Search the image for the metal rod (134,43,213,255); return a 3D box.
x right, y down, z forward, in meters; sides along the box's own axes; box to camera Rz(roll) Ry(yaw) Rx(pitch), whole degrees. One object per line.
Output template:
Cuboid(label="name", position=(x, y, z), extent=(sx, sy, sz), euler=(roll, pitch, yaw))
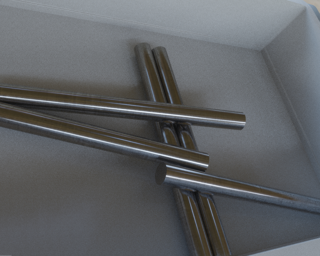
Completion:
Cuboid(label="metal rod", position=(0.010, 0.013, 0.401), extent=(0.025, 0.025, 0.299), euler=(-1, 62, -29))

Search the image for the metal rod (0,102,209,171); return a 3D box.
Cuboid(label="metal rod", position=(-0.088, 0.006, 0.338), extent=(0.302, 0.025, 0.025), euler=(15, 56, -14))

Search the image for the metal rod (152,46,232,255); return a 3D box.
Cuboid(label="metal rod", position=(0.034, 0.015, 0.412), extent=(0.025, 0.025, 0.299), euler=(-1, 62, -29))

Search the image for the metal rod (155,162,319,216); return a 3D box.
Cuboid(label="metal rod", position=(0.131, 0.086, 0.402), extent=(0.302, 0.025, 0.025), euler=(16, 55, -26))

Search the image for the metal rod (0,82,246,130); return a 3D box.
Cuboid(label="metal rod", position=(-0.034, -0.023, 0.376), extent=(0.302, 0.025, 0.025), euler=(6, 59, -18))
